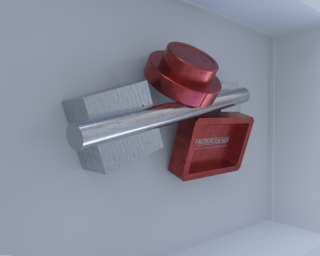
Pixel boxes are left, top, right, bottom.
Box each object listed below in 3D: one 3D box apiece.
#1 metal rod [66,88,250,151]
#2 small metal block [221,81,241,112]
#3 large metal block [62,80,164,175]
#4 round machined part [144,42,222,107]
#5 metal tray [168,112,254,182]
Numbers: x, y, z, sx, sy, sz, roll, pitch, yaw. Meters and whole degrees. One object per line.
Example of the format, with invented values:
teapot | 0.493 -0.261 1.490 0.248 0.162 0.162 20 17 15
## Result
metal rod | 0.028 -0.022 0.372 0.302 0.025 0.025 -16 101 -46
small metal block | 0.101 -0.046 0.491 0.050 0.025 0.050 -15 100 -39
large metal block | -0.051 -0.003 0.346 0.081 0.050 0.079 -23 105 -38
round machined part | 0.033 -0.072 0.384 0.099 0.098 0.042 -6 135 -40
metal tray | 0.077 0.023 0.450 0.131 0.030 0.089 -2 111 -41
